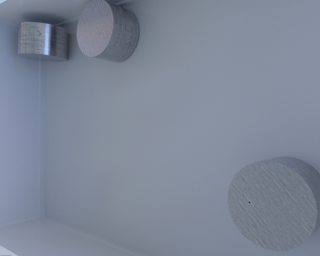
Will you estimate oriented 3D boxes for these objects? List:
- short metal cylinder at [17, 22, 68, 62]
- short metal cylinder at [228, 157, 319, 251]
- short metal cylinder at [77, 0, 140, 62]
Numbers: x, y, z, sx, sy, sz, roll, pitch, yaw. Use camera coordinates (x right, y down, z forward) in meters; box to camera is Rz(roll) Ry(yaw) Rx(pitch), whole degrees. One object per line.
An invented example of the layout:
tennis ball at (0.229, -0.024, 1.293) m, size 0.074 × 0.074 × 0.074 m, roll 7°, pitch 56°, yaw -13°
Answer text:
short metal cylinder at (-0.201, -0.146, 0.533) m, size 0.080 × 0.081 × 0.050 m, roll 6°, pitch 94°, yaw 39°
short metal cylinder at (0.113, 0.069, 0.296) m, size 0.080 × 0.050 × 0.079 m, roll 0°, pitch 90°, yaw 39°
short metal cylinder at (-0.076, -0.139, 0.451) m, size 0.080 × 0.050 × 0.079 m, roll 0°, pitch 90°, yaw 39°
